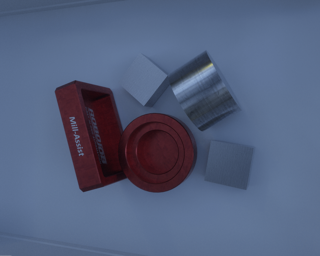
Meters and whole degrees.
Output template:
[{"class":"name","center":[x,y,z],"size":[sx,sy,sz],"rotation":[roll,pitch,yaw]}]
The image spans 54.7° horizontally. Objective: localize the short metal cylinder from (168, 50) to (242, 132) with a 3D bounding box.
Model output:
[{"class":"short metal cylinder","center":[0.053,-0.043,0.361],"size":[0.050,0.080,0.080],"rotation":[-31,80,17]}]

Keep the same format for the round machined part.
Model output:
[{"class":"round machined part","center":[0.000,0.030,0.397],"size":[0.098,0.042,0.097],"rotation":[0,90,19]}]

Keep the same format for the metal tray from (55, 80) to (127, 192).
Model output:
[{"class":"metal tray","center":[-0.081,0.009,0.401],"size":[0.030,0.090,0.129],"rotation":[-18,84,19]}]

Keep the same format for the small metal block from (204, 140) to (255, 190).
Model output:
[{"class":"small metal block","center":[0.085,0.044,0.378],"size":[0.050,0.025,0.050],"rotation":[10,93,20]}]

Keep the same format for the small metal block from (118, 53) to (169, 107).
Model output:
[{"class":"small metal block","center":[-0.019,-0.063,0.414],"size":[0.050,0.025,0.050],"rotation":[42,104,16]}]
